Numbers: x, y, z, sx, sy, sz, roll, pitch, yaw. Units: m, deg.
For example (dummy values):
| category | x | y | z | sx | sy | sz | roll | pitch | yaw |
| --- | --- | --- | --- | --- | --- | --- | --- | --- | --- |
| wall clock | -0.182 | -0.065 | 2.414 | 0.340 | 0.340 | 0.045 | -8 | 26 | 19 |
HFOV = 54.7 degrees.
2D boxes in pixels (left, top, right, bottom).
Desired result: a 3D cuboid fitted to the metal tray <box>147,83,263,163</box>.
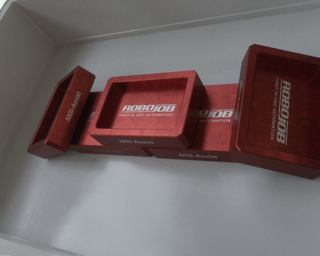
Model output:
| category | x | y | z | sx | sy | sz | roll | pitch | yaw |
| --- | --- | --- | --- | --- | --- | --- | --- | --- | --- |
| metal tray | 0.054 | -0.007 | 0.378 | 0.130 | 0.030 | 0.090 | 0 | 62 | 28 |

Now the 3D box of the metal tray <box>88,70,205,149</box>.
| category | x | y | z | sx | sy | sz | roll | pitch | yaw |
| --- | --- | --- | --- | --- | --- | --- | --- | --- | --- |
| metal tray | -0.018 | -0.023 | 0.385 | 0.130 | 0.030 | 0.090 | 1 | 61 | 28 |

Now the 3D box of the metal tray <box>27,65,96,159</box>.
| category | x | y | z | sx | sy | sz | roll | pitch | yaw |
| --- | --- | --- | --- | --- | --- | --- | --- | --- | --- |
| metal tray | -0.150 | -0.022 | 0.470 | 0.090 | 0.030 | 0.130 | -17 | 50 | 50 |

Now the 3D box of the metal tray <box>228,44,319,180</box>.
| category | x | y | z | sx | sy | sz | roll | pitch | yaw |
| --- | --- | --- | --- | --- | --- | --- | --- | --- | --- |
| metal tray | 0.127 | -0.020 | 0.322 | 0.090 | 0.030 | 0.130 | 13 | 65 | 3 |

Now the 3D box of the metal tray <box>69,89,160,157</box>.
| category | x | y | z | sx | sy | sz | roll | pitch | yaw |
| --- | --- | --- | --- | --- | --- | --- | --- | --- | --- |
| metal tray | -0.061 | -0.009 | 0.439 | 0.130 | 0.030 | 0.090 | 0 | 62 | 28 |
